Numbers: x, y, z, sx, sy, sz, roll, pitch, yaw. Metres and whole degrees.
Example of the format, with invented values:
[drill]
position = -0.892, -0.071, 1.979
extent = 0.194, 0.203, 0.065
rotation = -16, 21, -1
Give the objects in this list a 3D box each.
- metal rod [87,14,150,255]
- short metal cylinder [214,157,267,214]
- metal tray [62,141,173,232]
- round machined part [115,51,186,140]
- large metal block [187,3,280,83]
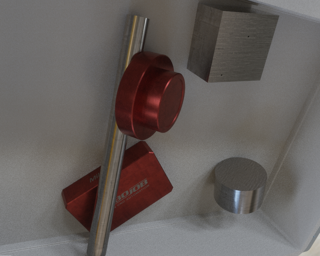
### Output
[metal rod]
position = -0.053, 0.023, 0.365
extent = 0.025, 0.025, 0.298
rotation = 3, 108, -30
[short metal cylinder]
position = 0.129, 0.092, 0.503
extent = 0.081, 0.080, 0.050
rotation = -17, 125, -19
[metal tray]
position = -0.055, 0.087, 0.431
extent = 0.131, 0.030, 0.090
rotation = -32, 129, -8
[round machined part]
position = -0.005, -0.033, 0.344
extent = 0.098, 0.042, 0.097
rotation = -50, 150, -43
[large metal block]
position = 0.086, -0.103, 0.378
extent = 0.081, 0.050, 0.079
rotation = -6, 121, -26
